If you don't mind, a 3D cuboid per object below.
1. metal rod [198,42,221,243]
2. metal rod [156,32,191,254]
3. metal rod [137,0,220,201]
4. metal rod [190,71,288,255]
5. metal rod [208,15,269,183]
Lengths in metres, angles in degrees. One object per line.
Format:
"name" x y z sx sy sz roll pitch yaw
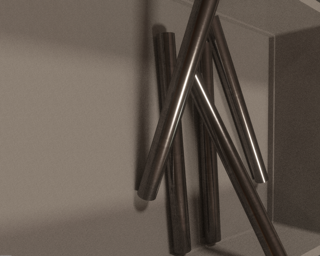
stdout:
"metal rod" 0.073 0.023 0.470 0.025 0.025 0.298 -6 94 -40
"metal rod" 0.019 0.023 0.424 0.025 0.025 0.298 -8 95 -40
"metal rod" 0.024 -0.049 0.351 0.025 0.025 0.298 1 114 -40
"metal rod" 0.102 0.058 0.415 0.025 0.025 0.299 -12 73 -40
"metal rod" 0.131 -0.037 0.519 0.025 0.025 0.299 -36 112 -35
